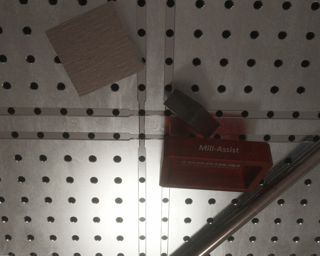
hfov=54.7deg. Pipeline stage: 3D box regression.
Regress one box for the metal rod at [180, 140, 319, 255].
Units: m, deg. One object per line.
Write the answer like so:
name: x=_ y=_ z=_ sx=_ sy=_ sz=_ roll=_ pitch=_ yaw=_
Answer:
metal rod: x=0.125 y=0.128 z=0.462 sx=0.025 sy=0.025 sz=0.299 roll=41 pitch=105 yaw=-14

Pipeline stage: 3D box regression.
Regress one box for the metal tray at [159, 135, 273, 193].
metal tray: x=0.067 y=0.050 z=0.405 sx=0.131 sy=0.030 sz=0.090 roll=4 pitch=146 yaw=-2

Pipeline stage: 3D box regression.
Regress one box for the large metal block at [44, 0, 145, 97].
large metal block: x=-0.072 y=-0.093 z=0.365 sx=0.080 sy=0.050 sz=0.080 roll=-22 pitch=109 yaw=7

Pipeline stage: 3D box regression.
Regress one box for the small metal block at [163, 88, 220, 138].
small metal block: x=0.039 y=-0.017 z=0.382 sx=0.025 sy=0.050 sz=0.050 roll=-51 pitch=136 yaw=2
